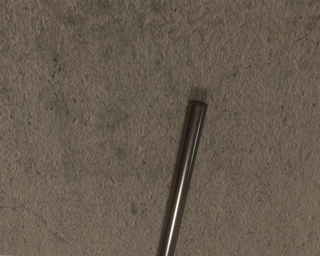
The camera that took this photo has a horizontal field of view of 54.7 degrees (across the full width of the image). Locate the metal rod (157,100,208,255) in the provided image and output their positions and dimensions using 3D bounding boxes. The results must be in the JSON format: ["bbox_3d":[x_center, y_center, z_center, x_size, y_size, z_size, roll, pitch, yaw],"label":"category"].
[{"bbox_3d":[0.025,0.106,0.449,0.025,0.025,0.298,9,110,-4],"label":"metal rod"}]
